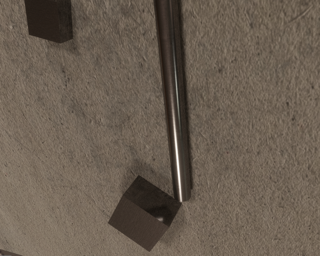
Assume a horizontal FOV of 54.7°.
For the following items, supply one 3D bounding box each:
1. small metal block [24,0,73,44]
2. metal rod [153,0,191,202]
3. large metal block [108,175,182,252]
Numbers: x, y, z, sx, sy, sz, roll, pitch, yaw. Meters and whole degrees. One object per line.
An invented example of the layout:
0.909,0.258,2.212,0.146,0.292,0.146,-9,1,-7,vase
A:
-0.140,-0.140,0.392,0.050,0.025,0.050,19,126,17,small metal block
0.017,-0.031,0.376,0.025,0.025,0.298,7,122,24,metal rod
-0.025,0.134,0.485,0.080,0.050,0.079,33,129,6,large metal block
